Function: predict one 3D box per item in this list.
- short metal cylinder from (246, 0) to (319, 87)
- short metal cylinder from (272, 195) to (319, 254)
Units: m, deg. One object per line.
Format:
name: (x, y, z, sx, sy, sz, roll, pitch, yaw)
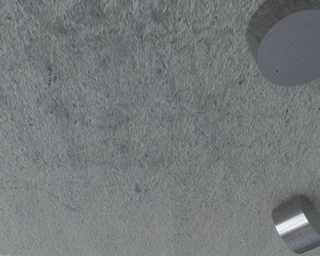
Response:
short metal cylinder: (0.134, -0.090, 0.316, 0.081, 0.050, 0.079, 0, 130, 0)
short metal cylinder: (0.230, 0.157, 0.507, 0.080, 0.080, 0.050, 34, 122, -26)
